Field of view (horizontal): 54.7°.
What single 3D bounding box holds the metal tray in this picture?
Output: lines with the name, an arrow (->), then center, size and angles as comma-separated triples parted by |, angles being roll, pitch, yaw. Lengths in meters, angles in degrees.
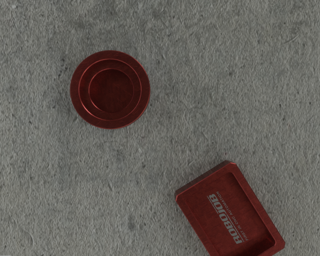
metal tray -> 0.090, 0.119, 0.408 | 0.090, 0.030, 0.130 | -32, 90, -1

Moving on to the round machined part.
round machined part -> -0.062, -0.047, 0.401 | 0.099, 0.042, 0.097 | 0, 90, -1
